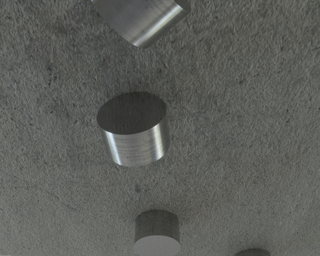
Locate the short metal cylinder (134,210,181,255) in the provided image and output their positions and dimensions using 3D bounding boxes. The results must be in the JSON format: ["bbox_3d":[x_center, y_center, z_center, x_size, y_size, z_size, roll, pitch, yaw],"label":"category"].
[{"bbox_3d":[-0.005,0.190,0.553,0.081,0.050,0.079,0,130,0],"label":"short metal cylinder"}]

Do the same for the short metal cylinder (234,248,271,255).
[{"bbox_3d":[0.196,0.294,0.643,0.081,0.050,0.079,0,130,0],"label":"short metal cylinder"}]

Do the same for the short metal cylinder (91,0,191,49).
[{"bbox_3d":[-0.018,-0.117,0.271,0.050,0.080,0.080,-35,122,26],"label":"short metal cylinder"}]

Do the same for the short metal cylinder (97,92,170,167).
[{"bbox_3d":[-0.030,0.000,0.371,0.080,0.080,0.050,-5,130,4],"label":"short metal cylinder"}]
